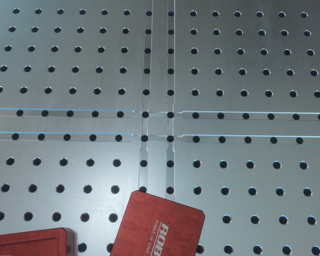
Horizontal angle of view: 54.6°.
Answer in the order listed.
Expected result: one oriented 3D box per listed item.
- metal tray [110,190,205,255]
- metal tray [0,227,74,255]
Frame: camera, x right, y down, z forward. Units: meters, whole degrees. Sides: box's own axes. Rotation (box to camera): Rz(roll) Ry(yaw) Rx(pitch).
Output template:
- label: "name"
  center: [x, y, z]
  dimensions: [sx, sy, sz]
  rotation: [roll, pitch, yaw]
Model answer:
- label: "metal tray"
  center: [-0.009, 0.147, 0.355]
  dimensions: [0.090, 0.030, 0.130]
  rotation: [17, 71, 6]
- label: "metal tray"
  center: [-0.166, 0.166, 0.347]
  dimensions: [0.131, 0.030, 0.090]
  rotation: [-6, 70, -3]
